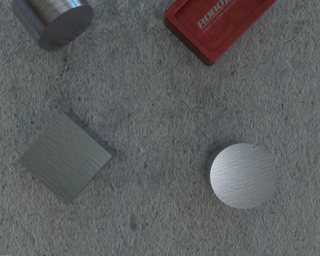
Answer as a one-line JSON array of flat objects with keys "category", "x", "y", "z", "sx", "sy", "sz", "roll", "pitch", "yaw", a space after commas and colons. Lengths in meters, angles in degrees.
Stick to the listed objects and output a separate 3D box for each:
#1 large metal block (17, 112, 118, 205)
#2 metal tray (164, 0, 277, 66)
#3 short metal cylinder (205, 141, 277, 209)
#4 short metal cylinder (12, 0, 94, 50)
[{"category": "large metal block", "x": -0.114, "y": 0.036, "z": 0.396, "sx": 0.080, "sy": 0.050, "sz": 0.080, "roll": 42, "pitch": 90, "yaw": 0}, {"category": "metal tray", "x": 0.081, "y": -0.158, "z": 0.407, "sx": 0.090, "sy": 0.030, "sz": 0.130, "roll": 45, "pitch": 90, "yaw": 0}, {"category": "short metal cylinder", "x": 0.101, "y": 0.058, "z": 0.398, "sx": 0.081, "sy": 0.050, "sz": 0.079, "roll": 0, "pitch": 90, "yaw": 0}, {"category": "short metal cylinder", "x": -0.130, "y": -0.142, "z": 0.381, "sx": 0.080, "sy": 0.080, "sz": 0.050, "roll": -38, "pitch": 90, "yaw": 0}]
